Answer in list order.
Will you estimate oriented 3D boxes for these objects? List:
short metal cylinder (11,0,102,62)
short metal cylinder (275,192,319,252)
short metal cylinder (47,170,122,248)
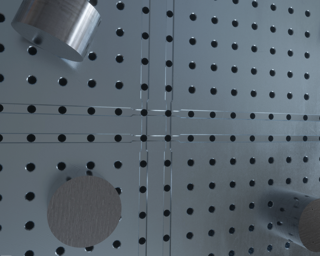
[{"bbox_3d":[-0.112,-0.115,0.342,0.080,0.080,0.050,25,82,-19],"label":"short metal cylinder"},{"bbox_3d":[0.229,0.145,0.484,0.081,0.050,0.079,0,90,-20],"label":"short metal cylinder"},{"bbox_3d":[-0.091,0.092,0.366,0.081,0.050,0.079,0,90,-20],"label":"short metal cylinder"}]
